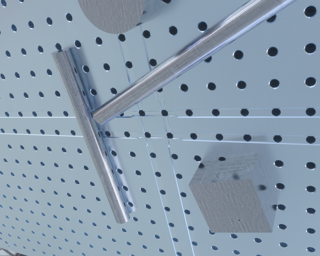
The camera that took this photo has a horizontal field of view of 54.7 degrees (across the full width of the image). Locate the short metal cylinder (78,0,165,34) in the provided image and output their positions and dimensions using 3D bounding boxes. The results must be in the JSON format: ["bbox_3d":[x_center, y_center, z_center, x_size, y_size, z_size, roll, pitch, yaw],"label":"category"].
[{"bbox_3d":[-0.040,-0.145,0.325,0.080,0.050,0.079,13,124,20],"label":"short metal cylinder"}]

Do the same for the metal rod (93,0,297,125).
[{"bbox_3d":[0.020,-0.073,0.354,0.299,0.025,0.025,-28,103,37],"label":"metal rod"}]

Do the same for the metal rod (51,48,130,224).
[{"bbox_3d":[-0.099,0.027,0.478,0.025,0.025,0.298,-1,118,28],"label":"metal rod"}]

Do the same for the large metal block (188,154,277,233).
[{"bbox_3d":[0.095,0.086,0.398,0.080,0.050,0.080,-13,112,33],"label":"large metal block"}]
